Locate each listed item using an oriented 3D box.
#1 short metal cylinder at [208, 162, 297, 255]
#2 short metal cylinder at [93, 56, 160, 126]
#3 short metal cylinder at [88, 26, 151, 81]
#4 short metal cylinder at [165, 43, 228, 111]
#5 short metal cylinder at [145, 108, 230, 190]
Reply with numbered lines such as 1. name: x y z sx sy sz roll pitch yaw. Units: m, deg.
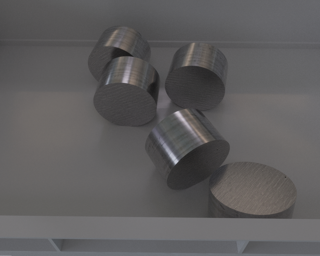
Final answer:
1. short metal cylinder: 0.089 0.077 0.307 0.080 0.050 0.080 -2 27 1
2. short metal cylinder: -0.042 -0.047 0.408 0.080 0.080 0.050 4 50 3
3. short metal cylinder: -0.058 -0.101 0.453 0.080 0.080 0.050 9 51 7
4. short metal cylinder: 0.051 -0.070 0.428 0.080 0.080 0.050 10 51 8
5. short metal cylinder: 0.030 0.024 0.349 0.081 0.080 0.050 -23 54 -18
